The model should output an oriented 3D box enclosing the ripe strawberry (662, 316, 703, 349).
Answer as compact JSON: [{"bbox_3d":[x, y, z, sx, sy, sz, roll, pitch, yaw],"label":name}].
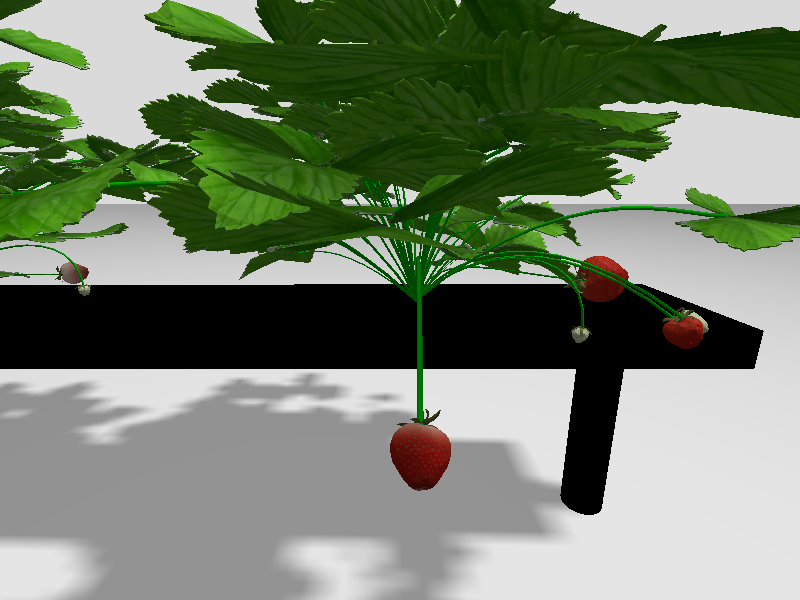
[{"bbox_3d":[0.178,0.021,0.250,0.021,0.020,0.019,-21,0,38],"label":"ripe strawberry"}]

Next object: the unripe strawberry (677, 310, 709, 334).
[{"bbox_3d":[0.197,0.017,0.270,0.020,0.019,0.018,13,19,24],"label":"unripe strawberry"}]

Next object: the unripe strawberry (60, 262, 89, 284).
[{"bbox_3d":[-0.352,-0.030,0.434,0.024,0.023,0.022,-13,20,-41],"label":"unripe strawberry"}]

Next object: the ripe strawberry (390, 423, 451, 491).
[{"bbox_3d":[0.007,0.053,0.136,0.021,0.021,0.018,1,-40,2],"label":"ripe strawberry"}]

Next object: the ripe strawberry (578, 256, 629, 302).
[{"bbox_3d":[0.186,-0.019,0.365,0.043,0.042,0.040,0,15,-2],"label":"ripe strawberry"}]

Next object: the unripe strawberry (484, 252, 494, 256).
[{"bbox_3d":[0.116,-0.062,0.545,0.027,0.024,0.025,8,7,27],"label":"unripe strawberry"}]

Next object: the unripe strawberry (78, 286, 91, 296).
[{"bbox_3d":[-0.289,-0.009,0.367,0.010,0.010,0.009,-1,15,-2],"label":"unripe strawberry"}]

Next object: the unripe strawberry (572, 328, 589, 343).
[{"bbox_3d":[0.114,0.023,0.253,0.011,0.010,0.010,-13,20,-40],"label":"unripe strawberry"}]
